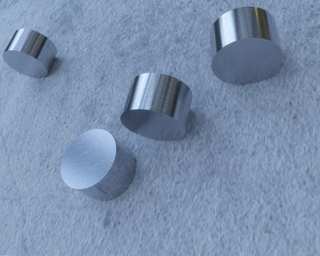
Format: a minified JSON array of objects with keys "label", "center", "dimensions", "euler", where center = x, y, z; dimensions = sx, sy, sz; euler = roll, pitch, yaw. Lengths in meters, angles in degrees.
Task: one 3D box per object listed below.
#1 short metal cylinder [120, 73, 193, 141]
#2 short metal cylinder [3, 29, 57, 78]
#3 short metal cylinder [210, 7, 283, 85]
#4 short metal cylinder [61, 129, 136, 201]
[{"label":"short metal cylinder","center":[-0.003,-0.024,0.384],"dimensions":[0.080,0.080,0.050],"euler":[0,62,27]},{"label":"short metal cylinder","center":[-0.240,-0.137,0.576],"dimensions":[0.080,0.080,0.050],"euler":[-1,62,27]},{"label":"short metal cylinder","center":[0.102,-0.097,0.374],"dimensions":[0.080,0.080,0.050],"euler":[-11,57,22]},{"label":"short metal cylinder","center":[-0.078,0.048,0.398],"dimensions":[0.080,0.050,0.080],"euler":[-13,56,20]}]
